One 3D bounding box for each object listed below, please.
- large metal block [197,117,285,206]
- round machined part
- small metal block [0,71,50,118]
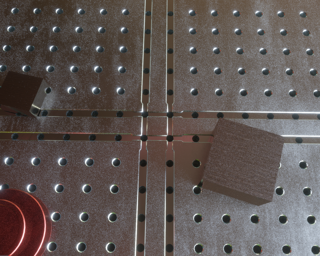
[{"bbox_3d":[0.098,0.043,0.383,0.080,0.050,0.080,17,71,6],"label":"large metal block"},{"bbox_3d":[-0.182,0.119,0.358,0.099,0.042,0.098,0,70,0],"label":"round machined part"},{"bbox_3d":[-0.189,-0.046,0.427,0.050,0.025,0.050,13,71,4],"label":"small metal block"}]
